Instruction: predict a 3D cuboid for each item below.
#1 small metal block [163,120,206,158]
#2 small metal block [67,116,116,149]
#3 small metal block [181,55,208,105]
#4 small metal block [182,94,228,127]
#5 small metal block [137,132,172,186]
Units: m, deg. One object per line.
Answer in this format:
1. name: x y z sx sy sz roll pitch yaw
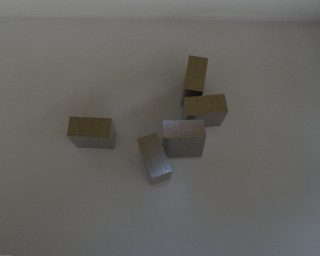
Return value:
1. small metal block: 0.029 0.014 0.389 0.050 0.050 0.025 -1 56 -1
2. small metal block: -0.084 0.007 0.393 0.050 0.050 0.025 3 70 0
3. small metal block: 0.046 -0.062 0.420 0.025 0.050 0.050 10 70 3
4. small metal block: 0.057 -0.021 0.405 0.050 0.050 0.025 -6 70 -3
5. small metal block: -0.007 0.039 0.382 0.025 0.050 0.050 -19 72 -7
